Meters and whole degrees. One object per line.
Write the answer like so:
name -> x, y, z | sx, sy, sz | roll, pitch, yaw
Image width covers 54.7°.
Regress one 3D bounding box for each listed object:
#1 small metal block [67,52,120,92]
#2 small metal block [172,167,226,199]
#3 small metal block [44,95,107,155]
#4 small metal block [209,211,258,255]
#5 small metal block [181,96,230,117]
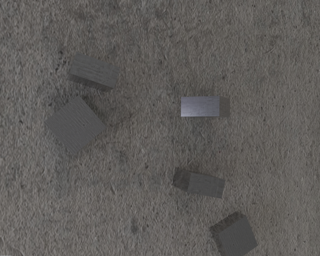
small metal block -> -0.080, -0.064, 0.366 | 0.050, 0.050, 0.025 | 17, 84, -19
small metal block -> 0.051, 0.073, 0.414 | 0.050, 0.050, 0.025 | 14, 85, -20
small metal block -> -0.102, -0.004, 0.371 | 0.050, 0.025, 0.050 | -42, 104, -15
small metal block -> 0.107, 0.158, 0.449 | 0.050, 0.025, 0.050 | -26, 99, -18
small metal block -> 0.061, -0.027, 0.407 | 0.050, 0.050, 0.025 | 0, 91, -63
